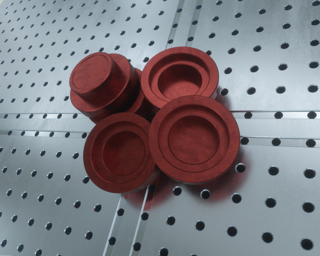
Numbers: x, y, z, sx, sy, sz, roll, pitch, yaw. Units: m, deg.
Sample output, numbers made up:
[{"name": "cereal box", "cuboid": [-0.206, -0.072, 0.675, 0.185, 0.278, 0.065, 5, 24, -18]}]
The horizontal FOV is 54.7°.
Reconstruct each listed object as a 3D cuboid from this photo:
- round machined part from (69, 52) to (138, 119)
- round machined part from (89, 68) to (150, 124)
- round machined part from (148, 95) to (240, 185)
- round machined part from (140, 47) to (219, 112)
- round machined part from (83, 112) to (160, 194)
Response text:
[{"name": "round machined part", "cuboid": [-0.084, -0.065, 0.425, 0.098, 0.042, 0.098, -13, 56, 20]}, {"name": "round machined part", "cuboid": [-0.052, -0.036, 0.445, 0.098, 0.042, 0.098, -13, 56, 20]}, {"name": "round machined part", "cuboid": [0.038, 0.015, 0.352, 0.099, 0.042, 0.098, -2, 74, 6]}, {"name": "round machined part", "cuboid": [0.027, -0.055, 0.404, 0.099, 0.042, 0.098, -4, 63, 8]}, {"name": "round machined part", "cuboid": [-0.042, 0.033, 0.386, 0.098, 0.042, 0.098, -4, 75, 16]}]
